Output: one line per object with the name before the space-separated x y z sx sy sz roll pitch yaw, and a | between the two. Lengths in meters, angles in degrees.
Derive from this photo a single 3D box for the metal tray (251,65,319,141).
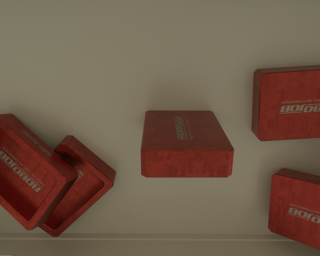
metal tray | 0.189 -0.033 0.399 0.131 0.030 0.089 -4 110 1

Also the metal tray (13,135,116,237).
metal tray | -0.138 0.084 0.437 0.130 0.030 0.090 -43 105 14

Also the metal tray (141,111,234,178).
metal tray | 0.026 0.013 0.360 0.091 0.130 0.030 0 110 -1

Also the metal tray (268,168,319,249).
metal tray | 0.214 0.112 0.406 0.130 0.030 0.089 11 107 40

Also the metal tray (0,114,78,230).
metal tray | -0.181 0.054 0.398 0.130 0.030 0.090 39 102 9
